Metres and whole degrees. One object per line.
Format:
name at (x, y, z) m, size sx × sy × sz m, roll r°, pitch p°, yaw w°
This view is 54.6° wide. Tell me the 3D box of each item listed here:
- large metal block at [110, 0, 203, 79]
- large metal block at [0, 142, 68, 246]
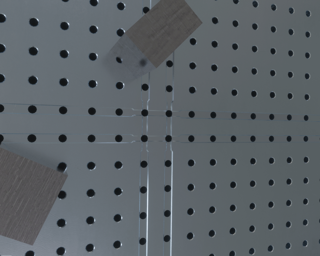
large metal block at (-0.008, -0.111, 0.380) m, size 0.080 × 0.080 × 0.050 m, roll -47°, pitch 105°, yaw -14°
large metal block at (-0.159, 0.070, 0.341) m, size 0.080 × 0.050 × 0.080 m, roll 28°, pitch 81°, yaw -18°
